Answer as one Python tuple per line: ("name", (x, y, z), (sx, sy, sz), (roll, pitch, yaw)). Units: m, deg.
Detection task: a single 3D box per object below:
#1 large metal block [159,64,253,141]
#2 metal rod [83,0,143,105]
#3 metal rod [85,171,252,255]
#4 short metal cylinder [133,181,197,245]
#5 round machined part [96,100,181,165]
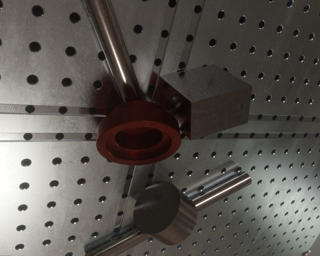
("large metal block", (0.054, -0.036, 0.385), (0.081, 0.080, 0.050), (-16, 125, -20))
("metal rod", (-0.069, -0.147, 0.283), (0.025, 0.025, 0.299), (-27, 128, -12))
("metal rod", (0.022, 0.148, 0.517), (0.302, 0.025, 0.025), (-24, 127, -14))
("short metal cylinder", (0.008, 0.126, 0.460), (0.080, 0.080, 0.050), (-43, 130, 1))
("round machined part", (-0.026, 0.004, 0.372), (0.099, 0.042, 0.098), (-5, 146, -3))
